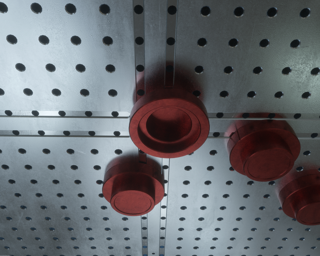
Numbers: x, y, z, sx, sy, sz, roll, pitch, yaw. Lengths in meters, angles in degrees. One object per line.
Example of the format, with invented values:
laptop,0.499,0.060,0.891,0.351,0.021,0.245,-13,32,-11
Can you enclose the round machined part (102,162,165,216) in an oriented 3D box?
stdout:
round machined part,-0.042,0.102,0.487,0.099,0.042,0.097,-1,130,0

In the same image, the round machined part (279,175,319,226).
round machined part,0.253,0.124,0.511,0.099,0.042,0.097,-1,130,0

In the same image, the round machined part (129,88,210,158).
round machined part,0.011,-0.010,0.392,0.099,0.042,0.097,-1,130,0

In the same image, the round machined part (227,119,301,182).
round machined part,0.147,0.038,0.435,0.099,0.042,0.097,-1,130,0
